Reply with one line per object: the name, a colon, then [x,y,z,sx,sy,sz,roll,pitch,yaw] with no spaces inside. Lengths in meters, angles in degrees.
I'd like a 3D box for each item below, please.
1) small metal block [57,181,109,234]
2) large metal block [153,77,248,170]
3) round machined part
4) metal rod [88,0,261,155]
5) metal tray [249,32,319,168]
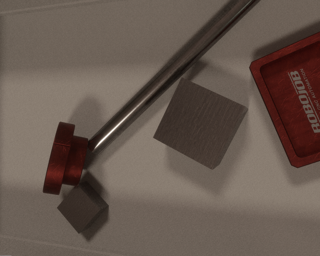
small metal block: [-0.112,0.114,0.448,0.050,0.025,0.050,44,103,14]
large metal block: [0.051,-0.006,0.379,0.080,0.050,0.080,28,99,17]
round machined part: [-0.127,0.043,0.425,0.042,0.098,0.097,13,95,-16]
metal rod: [0.012,-0.070,0.405,0.299,0.025,0.025,-43,77,14]
metal tray: [0.168,-0.031,0.348,0.090,0.030,0.129,-23,83,18]
